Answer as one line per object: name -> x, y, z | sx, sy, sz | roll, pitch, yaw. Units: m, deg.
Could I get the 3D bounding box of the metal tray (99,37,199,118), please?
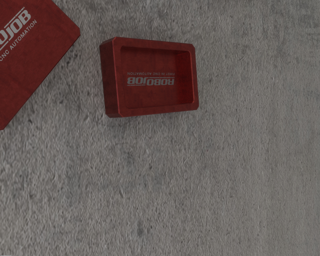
metal tray -> -0.008, -0.063, 0.393 | 0.131, 0.030, 0.089 | -8, 95, -40

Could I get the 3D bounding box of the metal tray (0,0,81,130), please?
metal tray -> -0.145, -0.073, 0.279 | 0.090, 0.030, 0.130 | 44, 64, -31
